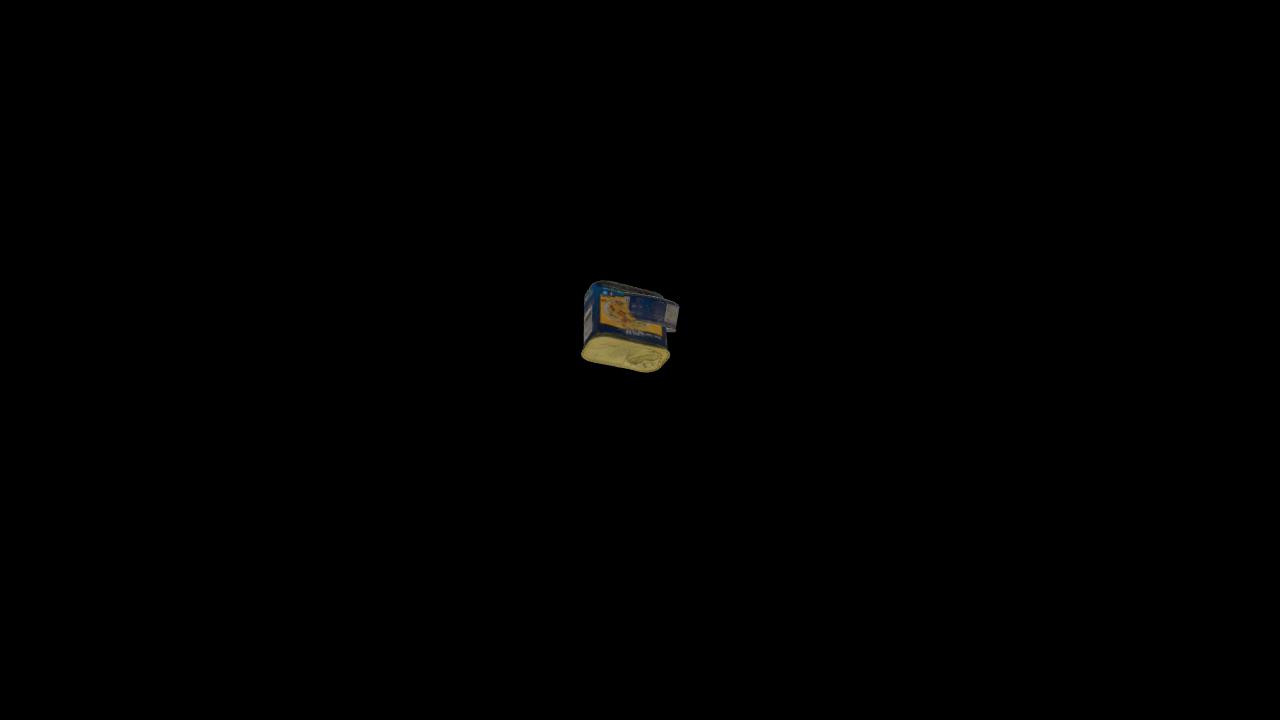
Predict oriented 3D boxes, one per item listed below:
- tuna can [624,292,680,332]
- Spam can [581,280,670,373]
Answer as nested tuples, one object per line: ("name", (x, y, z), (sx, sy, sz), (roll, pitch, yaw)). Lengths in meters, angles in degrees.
("tuna can", (0.005, -0.058, 0.750), (0.084, 0.034, 0.084), (10, -2, 0))
("Spam can", (-0.018, -0.041, 0.731), (0.101, 0.085, 0.058), (12, -34, -23))
